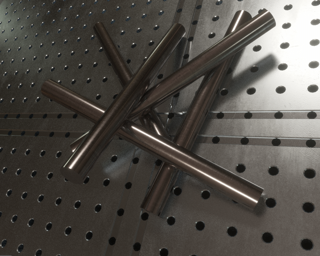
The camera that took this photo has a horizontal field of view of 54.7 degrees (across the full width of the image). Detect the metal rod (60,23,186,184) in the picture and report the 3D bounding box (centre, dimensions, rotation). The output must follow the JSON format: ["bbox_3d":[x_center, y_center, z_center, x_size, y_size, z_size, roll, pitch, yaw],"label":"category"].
[{"bbox_3d":[-0.028,-0.054,0.390,0.025,0.025,0.301,2,42,29],"label":"metal rod"}]

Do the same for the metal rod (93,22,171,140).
[{"bbox_3d":[-0.055,-0.083,0.486,0.025,0.025,0.300,-34,52,6],"label":"metal rod"}]

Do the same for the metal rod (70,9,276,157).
[{"bbox_3d":[0.012,-0.053,0.399,0.300,0.025,0.025,-34,52,5],"label":"metal rod"}]

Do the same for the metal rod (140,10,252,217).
[{"bbox_3d":[0.054,-0.031,0.398,0.025,0.025,0.300,15,69,34],"label":"metal rod"}]

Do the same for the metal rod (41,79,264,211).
[{"bbox_3d":[-0.026,0.009,0.366,0.301,0.025,0.025,27,76,21],"label":"metal rod"}]
